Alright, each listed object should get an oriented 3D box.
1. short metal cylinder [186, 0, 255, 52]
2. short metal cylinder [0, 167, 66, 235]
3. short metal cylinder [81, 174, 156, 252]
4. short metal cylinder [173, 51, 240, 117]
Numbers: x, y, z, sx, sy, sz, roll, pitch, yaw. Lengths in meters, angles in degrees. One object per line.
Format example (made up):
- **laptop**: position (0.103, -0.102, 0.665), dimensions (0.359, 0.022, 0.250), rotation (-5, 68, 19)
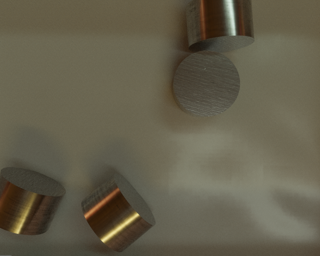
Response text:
- **short metal cylinder**: position (0.074, -0.128, 0.384), dimensions (0.080, 0.080, 0.050), rotation (-5, 90, 0)
- **short metal cylinder**: position (-0.165, 0.088, 0.383), dimensions (0.080, 0.080, 0.050), rotation (25, 90, 0)
- **short metal cylinder**: position (-0.050, 0.103, 0.383), dimensions (0.050, 0.080, 0.080), rotation (-40, 90, 0)
- **short metal cylinder**: position (0.057, -0.054, 0.399), dimensions (0.081, 0.050, 0.080), rotation (0, 90, 0)
